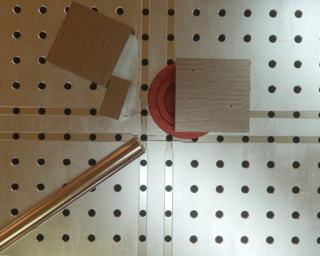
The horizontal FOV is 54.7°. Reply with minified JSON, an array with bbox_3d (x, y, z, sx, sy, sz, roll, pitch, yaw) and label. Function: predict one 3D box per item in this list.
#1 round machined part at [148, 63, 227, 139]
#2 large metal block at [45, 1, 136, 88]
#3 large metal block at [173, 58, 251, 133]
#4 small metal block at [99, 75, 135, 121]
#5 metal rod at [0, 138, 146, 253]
[{"bbox_3d":[0.034,-0.035,0.405,0.099,0.042,0.097,0,90,-1],"label":"round machined part"},{"bbox_3d":[-0.086,-0.102,0.400,0.080,0.050,0.080,24,90,0],"label":"large metal block"},{"bbox_3d":[0.057,-0.035,0.359,0.081,0.050,0.079,1,90,-1],"label":"large metal block"},{"bbox_3d":[-0.055,-0.037,0.400,0.025,0.050,0.050,18,90,0],"label":"small metal block"},{"bbox_3d":[-0.150,0.108,0.412,0.301,0.025,0.025,-35,90,0],"label":"metal rod"}]
